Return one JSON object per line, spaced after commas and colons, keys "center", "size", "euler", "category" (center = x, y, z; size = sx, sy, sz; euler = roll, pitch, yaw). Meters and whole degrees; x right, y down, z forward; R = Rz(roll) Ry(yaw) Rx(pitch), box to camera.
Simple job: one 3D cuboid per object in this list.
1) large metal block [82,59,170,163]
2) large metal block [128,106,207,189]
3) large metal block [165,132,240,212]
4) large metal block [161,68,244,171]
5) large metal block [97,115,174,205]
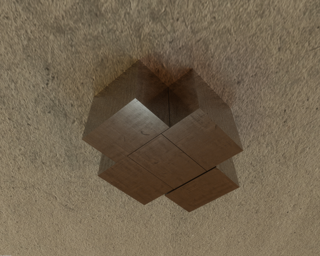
{"center": [-0.037, -0.020, 0.356], "size": [0.080, 0.080, 0.050], "euler": [-34, 122, 25], "category": "large metal block"}
{"center": [0.009, 0.015, 0.387], "size": [0.050, 0.080, 0.080], "euler": [-35, 122, 25], "category": "large metal block"}
{"center": [0.052, 0.054, 0.420], "size": [0.080, 0.080, 0.050], "euler": [-34, 122, 25], "category": "large metal block"}
{"center": [0.047, -0.010, 0.365], "size": [0.050, 0.080, 0.080], "euler": [-35, 122, 25], "category": "large metal block"}
{"center": [-0.029, 0.041, 0.408], "size": [0.050, 0.080, 0.080], "euler": [-35, 122, 25], "category": "large metal block"}
